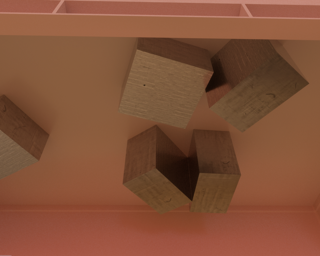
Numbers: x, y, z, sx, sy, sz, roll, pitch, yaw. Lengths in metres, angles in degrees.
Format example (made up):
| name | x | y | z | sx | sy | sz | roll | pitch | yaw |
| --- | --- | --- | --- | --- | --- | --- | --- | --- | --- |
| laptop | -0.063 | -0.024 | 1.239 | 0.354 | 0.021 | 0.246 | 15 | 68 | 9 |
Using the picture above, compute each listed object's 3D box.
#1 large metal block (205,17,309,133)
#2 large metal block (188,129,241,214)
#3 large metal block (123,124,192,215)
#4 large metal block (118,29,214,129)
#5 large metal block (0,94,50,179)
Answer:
| name | x | y | z | sx | sy | sz | roll | pitch | yaw |
| --- | --- | --- | --- | --- | --- | --- | --- | --- | --- |
| large metal block | 0.093 | -0.056 | 0.327 | 0.050 | 0.080 | 0.080 | 33 | 123 | -25 |
| large metal block | 0.068 | 0.059 | 0.424 | 0.050 | 0.080 | 0.079 | 4 | 130 | -4 |
| large metal block | -0.002 | 0.056 | 0.421 | 0.050 | 0.080 | 0.080 | -29 | 125 | 22 |
| large metal block | 0.004 | -0.053 | 0.348 | 0.081 | 0.050 | 0.079 | 14 | 129 | -12 |
| large metal block | -0.209 | 0.015 | 0.403 | 0.080 | 0.050 | 0.080 | -25 | 126 | 19 |
